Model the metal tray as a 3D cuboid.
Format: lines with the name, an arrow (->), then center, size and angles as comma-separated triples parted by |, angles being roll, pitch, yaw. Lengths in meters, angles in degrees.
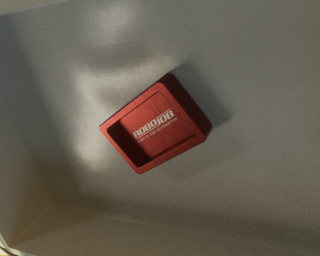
metal tray -> -0.009, 0.000, 0.407 | 0.130, 0.030, 0.090 | -32, 101, 38
